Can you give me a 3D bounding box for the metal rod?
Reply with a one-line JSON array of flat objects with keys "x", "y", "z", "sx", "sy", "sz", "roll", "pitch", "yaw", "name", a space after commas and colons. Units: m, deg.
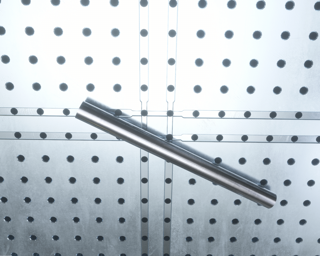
[{"x": 0.029, "y": 0.041, "z": 0.428, "sx": 0.301, "sy": 0.025, "sz": 0.025, "roll": 26, "pitch": 108, "yaw": -10, "name": "metal rod"}]
